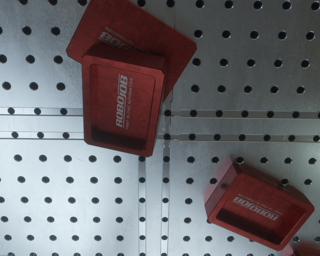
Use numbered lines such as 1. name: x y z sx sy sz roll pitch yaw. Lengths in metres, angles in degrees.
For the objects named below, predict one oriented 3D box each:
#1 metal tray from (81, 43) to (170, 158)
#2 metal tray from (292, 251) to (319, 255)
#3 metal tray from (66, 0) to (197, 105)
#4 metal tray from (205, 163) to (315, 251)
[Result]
1. metal tray: -0.044 -0.028 0.372 0.091 0.030 0.129 12 129 3
2. metal tray: 0.272 0.258 0.510 0.131 0.030 0.089 13 110 -5
3. metal tray: -0.033 -0.096 0.375 0.131 0.030 0.090 29 107 -11
4. metal tray: 0.144 0.118 0.456 0.131 0.030 0.089 26 108 -10
